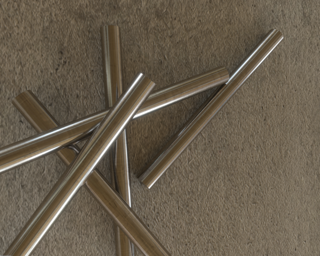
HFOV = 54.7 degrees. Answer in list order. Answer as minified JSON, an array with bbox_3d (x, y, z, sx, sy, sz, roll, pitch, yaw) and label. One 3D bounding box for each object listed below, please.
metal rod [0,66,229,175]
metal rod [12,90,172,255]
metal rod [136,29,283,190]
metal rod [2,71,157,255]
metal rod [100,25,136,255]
[{"bbox_3d":[-0.038,-0.020,0.368,0.302,0.025,0.025,-24,98,-25],"label":"metal rod"},{"bbox_3d":[-0.063,0.080,0.363,0.025,0.025,0.300,-41,95,-15],"label":"metal rod"},{"bbox_3d":[0.077,-0.035,0.437,0.025,0.025,0.301,47,75,-14],"label":"metal rod"},{"bbox_3d":[-0.103,0.067,0.334,0.025,0.025,0.299,36,92,-17],"label":"metal rod"},{"bbox_3d":[-0.052,0.025,0.389,0.025,0.025,0.298,-4,92,-20],"label":"metal rod"}]
